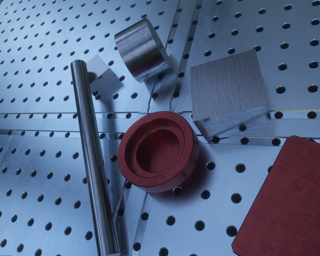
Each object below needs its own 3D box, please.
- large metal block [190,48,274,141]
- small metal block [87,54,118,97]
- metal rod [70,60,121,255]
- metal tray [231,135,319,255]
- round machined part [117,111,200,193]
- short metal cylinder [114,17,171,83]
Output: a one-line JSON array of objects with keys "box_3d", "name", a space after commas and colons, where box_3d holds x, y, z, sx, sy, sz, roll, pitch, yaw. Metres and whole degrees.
[{"box_3d": [0.084, -0.038, 0.371, 0.080, 0.050, 0.080, -13, 56, 20], "name": "large metal block"}, {"box_3d": [-0.107, -0.088, 0.516, 0.050, 0.025, 0.050, -41, 51, 0], "name": "small metal block"}, {"box_3d": [-0.094, 0.022, 0.424, 0.025, 0.025, 0.299, -25, 59, 13], "name": "metal rod"}, {"box_3d": [0.137, 0.079, 0.284, 0.090, 0.030, 0.130, 23, 74, 36], "name": "metal tray"}, {"box_3d": [0.002, 0.031, 0.376, 0.098, 0.042, 0.098, -13, 56, 20], "name": "round machined part"}, {"box_3d": [-0.023, -0.112, 0.453, 0.050, 0.080, 0.080, -25, 53, 13], "name": "short metal cylinder"}]
